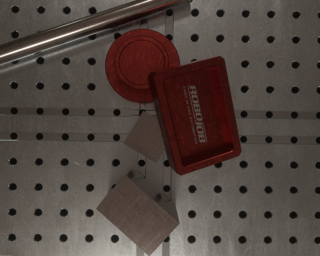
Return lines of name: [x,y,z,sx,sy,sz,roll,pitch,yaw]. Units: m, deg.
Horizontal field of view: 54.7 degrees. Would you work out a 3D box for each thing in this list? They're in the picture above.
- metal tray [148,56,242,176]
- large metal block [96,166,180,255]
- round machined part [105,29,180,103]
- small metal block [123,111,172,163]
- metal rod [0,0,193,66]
metal tray: [0.045,-0.016,0.387,0.091,0.030,0.129,-17,104,-12]
large metal block: [-0.025,0.098,0.386,0.080,0.080,0.050,42,90,-1]
round machined part: [-0.022,-0.082,0.405,0.099,0.042,0.097,0,90,-1]
small metal block: [-0.013,0.012,0.413,0.050,0.025,0.050,31,90,-1]
metal rod: [-0.103,-0.133,0.411,0.302,0.025,0.025,-19,90,-1]
